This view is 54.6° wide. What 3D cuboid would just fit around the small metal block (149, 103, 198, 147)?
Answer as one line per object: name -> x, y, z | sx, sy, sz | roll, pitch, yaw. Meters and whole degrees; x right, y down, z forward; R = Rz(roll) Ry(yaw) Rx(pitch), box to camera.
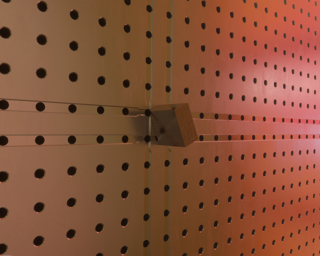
small metal block -> 0.017, -0.004, 0.406 | 0.025, 0.050, 0.050 | -28, 108, -36
